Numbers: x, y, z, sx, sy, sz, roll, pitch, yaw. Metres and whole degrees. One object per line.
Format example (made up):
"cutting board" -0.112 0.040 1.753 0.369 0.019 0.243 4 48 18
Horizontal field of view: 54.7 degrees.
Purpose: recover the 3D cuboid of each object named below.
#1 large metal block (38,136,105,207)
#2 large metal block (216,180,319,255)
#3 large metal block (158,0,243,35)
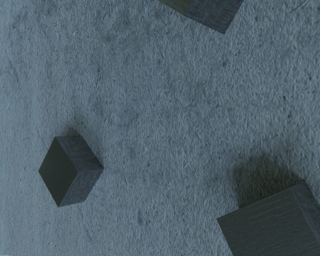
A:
"large metal block" -0.148 0.069 0.511 0.080 0.050 0.080 48 118 29
"large metal block" 0.115 0.106 0.294 0.080 0.050 0.080 -36 68 34
"large metal block" 0.035 -0.152 0.340 0.080 0.081 0.050 43 116 31
